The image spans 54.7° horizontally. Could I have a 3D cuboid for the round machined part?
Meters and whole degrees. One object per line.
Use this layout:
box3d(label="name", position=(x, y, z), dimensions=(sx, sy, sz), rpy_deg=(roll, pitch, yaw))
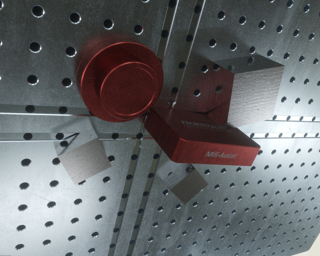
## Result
box3d(label="round machined part", position=(-0.040, -0.048, 0.350), dimensions=(0.099, 0.042, 0.097), rpy_deg=(-14, 125, -21))

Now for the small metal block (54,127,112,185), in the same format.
box3d(label="small metal block", position=(-0.094, 0.035, 0.382), dimensions=(0.050, 0.025, 0.050), rpy_deg=(-26, 128, -13))

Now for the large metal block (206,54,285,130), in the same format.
box3d(label="large metal block", position=(0.115, -0.051, 0.429), dimensions=(0.081, 0.050, 0.079), rpy_deg=(-13, 124, -22))

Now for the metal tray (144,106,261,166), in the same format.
box3d(label="metal tray", position=(0.055, 0.011, 0.407), dimensions=(0.131, 0.090, 0.030), rpy_deg=(6, 115, -32))

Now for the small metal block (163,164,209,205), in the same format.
box3d(label="small metal block", position=(0.041, 0.086, 0.489), dimensions=(0.050, 0.025, 0.050), rpy_deg=(-40, 130, -1))
